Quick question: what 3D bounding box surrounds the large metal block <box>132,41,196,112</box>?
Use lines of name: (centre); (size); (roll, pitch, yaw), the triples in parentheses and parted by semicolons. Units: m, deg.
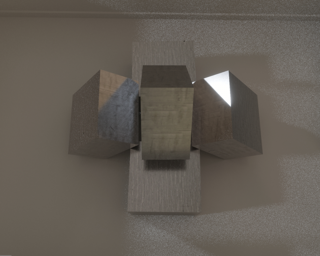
large metal block: (0.005, -0.068, 0.417); (0.081, 0.050, 0.080); (-1, 70, -1)

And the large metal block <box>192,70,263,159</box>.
large metal block: (0.081, -0.011, 0.376); (0.050, 0.080, 0.080); (-14, 66, 36)

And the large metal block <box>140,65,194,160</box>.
large metal block: (0.006, -0.020, 0.344); (0.050, 0.079, 0.080); (0, 26, -1)

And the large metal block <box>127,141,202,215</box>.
large metal block: (0.006, 0.062, 0.372); (0.080, 0.050, 0.080); (1, 70, 0)

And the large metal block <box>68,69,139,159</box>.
large metal block: (-0.069, -0.012, 0.375); (0.050, 0.080, 0.080); (13, 66, -35)
